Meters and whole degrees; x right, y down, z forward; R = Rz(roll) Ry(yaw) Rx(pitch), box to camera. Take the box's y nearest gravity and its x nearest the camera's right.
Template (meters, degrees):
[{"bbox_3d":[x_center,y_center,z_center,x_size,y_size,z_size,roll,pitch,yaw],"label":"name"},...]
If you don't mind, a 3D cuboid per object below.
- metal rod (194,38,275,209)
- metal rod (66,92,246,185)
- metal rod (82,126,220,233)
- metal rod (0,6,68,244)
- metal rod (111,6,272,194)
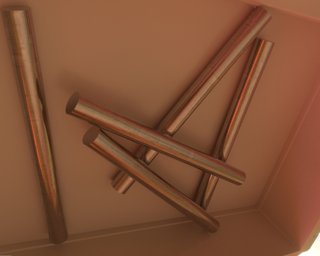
[{"bbox_3d":[0.104,0.013,0.475,0.025,0.025,0.298,2,118,-30],"label":"metal rod"},{"bbox_3d":[0.019,0.027,0.403,0.301,0.025,0.025,26,104,-37],"label":"metal rod"},{"bbox_3d":[0.008,0.088,0.435,0.025,0.025,0.300,-44,130,2],"label":"metal rod"},{"bbox_3d":[-0.133,0.022,0.350,0.025,0.025,0.298,-12,124,-23],"label":"metal rod"},{"bbox_3d":[0.037,-0.031,0.411,0.025,0.025,0.299,34,99,-39],"label":"metal rod"}]
